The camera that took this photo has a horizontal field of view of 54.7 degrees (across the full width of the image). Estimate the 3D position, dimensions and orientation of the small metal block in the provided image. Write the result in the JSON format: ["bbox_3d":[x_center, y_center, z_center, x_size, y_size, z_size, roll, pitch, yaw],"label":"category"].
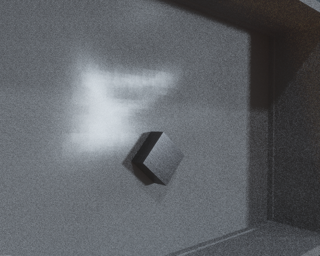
[{"bbox_3d":[-0.002,0.040,0.408,0.050,0.025,0.050,48,61,-30],"label":"small metal block"}]
